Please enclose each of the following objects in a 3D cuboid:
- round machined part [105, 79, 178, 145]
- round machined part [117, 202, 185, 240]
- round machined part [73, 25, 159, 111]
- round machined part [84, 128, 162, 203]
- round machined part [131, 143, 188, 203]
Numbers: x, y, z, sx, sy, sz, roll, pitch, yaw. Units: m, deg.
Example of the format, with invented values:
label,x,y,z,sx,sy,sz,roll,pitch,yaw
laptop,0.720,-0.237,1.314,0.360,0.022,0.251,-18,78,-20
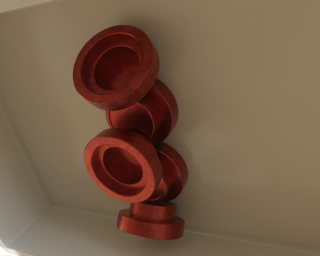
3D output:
label,x,y,z,sx,sy,sz,roll,pitch,yaw
round machined part,-0.030,-0.018,0.398,0.098,0.042,0.097,13,124,20
round machined part,-0.012,0.129,0.457,0.098,0.098,0.042,6,84,24
round machined part,-0.046,-0.064,0.355,0.098,0.098,0.042,7,164,24
round machined part,-0.042,0.042,0.386,0.098,0.042,0.097,13,124,20
round machined part,-0.013,0.068,0.442,0.098,0.042,0.097,13,124,20
